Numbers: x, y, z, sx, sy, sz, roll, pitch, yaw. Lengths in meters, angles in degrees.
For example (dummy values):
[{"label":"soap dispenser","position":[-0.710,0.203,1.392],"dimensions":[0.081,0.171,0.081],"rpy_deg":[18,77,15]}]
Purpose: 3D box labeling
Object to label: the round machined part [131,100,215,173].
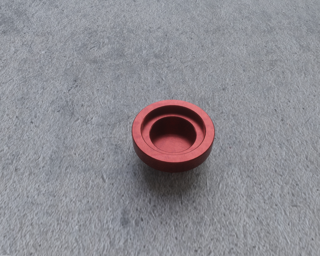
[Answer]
[{"label":"round machined part","position":[0.015,0.014,0.382],"dimensions":[0.099,0.042,0.098],"rpy_deg":[0,50,0]}]
